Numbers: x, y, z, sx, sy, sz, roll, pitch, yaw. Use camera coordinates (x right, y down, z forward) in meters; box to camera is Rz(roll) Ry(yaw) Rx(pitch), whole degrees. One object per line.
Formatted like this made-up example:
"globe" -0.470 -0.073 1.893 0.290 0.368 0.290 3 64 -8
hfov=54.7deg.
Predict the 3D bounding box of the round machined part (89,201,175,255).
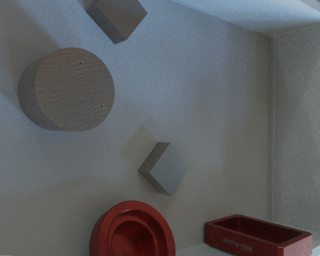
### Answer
"round machined part" -0.034 0.136 0.351 0.099 0.042 0.098 22 47 -26

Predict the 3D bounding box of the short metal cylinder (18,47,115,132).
"short metal cylinder" -0.094 -0.037 0.313 0.081 0.050 0.079 0 90 -40

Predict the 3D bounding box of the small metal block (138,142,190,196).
"small metal block" 0.006 0.054 0.414 0.050 0.025 0.050 52 60 -28

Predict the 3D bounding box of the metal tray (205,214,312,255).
"metal tray" 0.143 0.164 0.461 0.091 0.130 0.030 1 90 -40

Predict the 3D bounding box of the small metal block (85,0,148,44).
"small metal block" -0.050 -0.137 0.366 0.050 0.025 0.050 46 62 -30
